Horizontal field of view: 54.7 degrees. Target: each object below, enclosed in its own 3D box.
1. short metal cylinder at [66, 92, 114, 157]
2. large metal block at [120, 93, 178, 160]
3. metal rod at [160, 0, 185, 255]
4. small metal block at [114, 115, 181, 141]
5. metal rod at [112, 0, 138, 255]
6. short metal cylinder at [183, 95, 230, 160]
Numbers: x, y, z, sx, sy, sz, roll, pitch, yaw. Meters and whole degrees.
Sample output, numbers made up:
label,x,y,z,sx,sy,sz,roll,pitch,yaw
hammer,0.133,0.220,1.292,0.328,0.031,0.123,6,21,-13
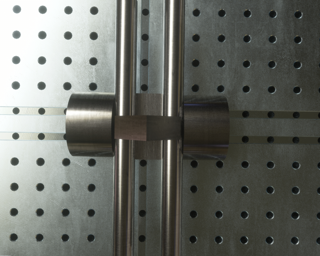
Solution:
label,x,y,z,sx,sy,sz,roll,pitch,yaw
short metal cylinder,-0.079,-0.004,0.382,0.050,0.080,0.079,1,90,0
large metal block,-0.014,-0.002,0.397,0.081,0.050,0.079,1,90,0
metal rod,0.015,0.000,0.360,0.025,0.025,0.298,1,90,0
small metal block,-0.013,0.000,0.334,0.050,0.050,0.025,1,91,44
metal rod,-0.041,0.002,0.360,0.025,0.025,0.298,1,90,0
short metal cylinder,0.053,0.000,0.382,0.050,0.080,0.079,1,90,1
